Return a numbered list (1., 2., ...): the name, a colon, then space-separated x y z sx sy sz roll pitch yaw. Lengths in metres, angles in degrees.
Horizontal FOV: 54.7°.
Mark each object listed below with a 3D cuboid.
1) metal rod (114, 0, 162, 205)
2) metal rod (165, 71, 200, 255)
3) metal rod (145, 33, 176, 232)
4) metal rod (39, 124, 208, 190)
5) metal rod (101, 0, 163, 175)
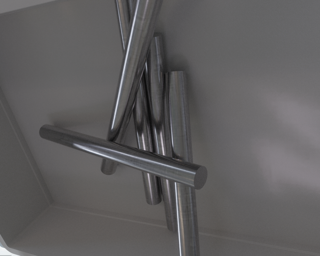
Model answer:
1. metal rod: -0.024 -0.018 0.409 0.025 0.025 0.298 8 122 24
2. metal rod: 0.030 0.084 0.365 0.025 0.025 0.298 -4 92 30
3. metal rod: 0.007 0.025 0.420 0.025 0.025 0.298 7 122 25
4. metal rod: -0.072 0.029 0.412 0.300 0.025 0.025 11 125 39
5. metal rod: -0.045 -0.029 0.382 0.025 0.025 0.298 31 138 8
